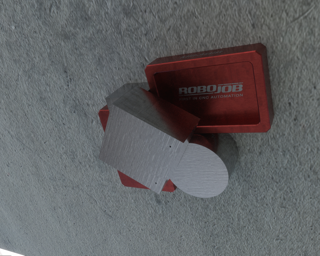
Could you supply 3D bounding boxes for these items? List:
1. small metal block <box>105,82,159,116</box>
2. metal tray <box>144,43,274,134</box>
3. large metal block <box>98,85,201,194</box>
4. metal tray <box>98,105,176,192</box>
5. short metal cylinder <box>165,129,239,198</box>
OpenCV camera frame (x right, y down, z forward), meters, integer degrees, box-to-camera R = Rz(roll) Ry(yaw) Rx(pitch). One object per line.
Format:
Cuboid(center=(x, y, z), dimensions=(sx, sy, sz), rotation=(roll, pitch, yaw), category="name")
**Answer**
Cuboid(center=(-0.031, -0.037, 0.386), dimensions=(0.050, 0.050, 0.025), rotation=(1, 119, 28), category="small metal block")
Cuboid(center=(0.055, -0.040, 0.351), dimensions=(0.130, 0.030, 0.089), rotation=(-2, 118, 29), category="metal tray")
Cuboid(center=(-0.014, 0.013, 0.341), dimensions=(0.080, 0.050, 0.079), rotation=(29, 128, 10), category="large metal block")
Cuboid(center=(-0.025, 0.026, 0.436), dimensions=(0.090, 0.030, 0.129), rotation=(1, 119, 28), category="metal tray")
Cuboid(center=(0.053, 0.040, 0.389), dimensions=(0.080, 0.050, 0.079), rotation=(14, 124, 21), category="short metal cylinder")
